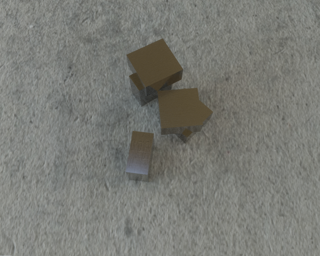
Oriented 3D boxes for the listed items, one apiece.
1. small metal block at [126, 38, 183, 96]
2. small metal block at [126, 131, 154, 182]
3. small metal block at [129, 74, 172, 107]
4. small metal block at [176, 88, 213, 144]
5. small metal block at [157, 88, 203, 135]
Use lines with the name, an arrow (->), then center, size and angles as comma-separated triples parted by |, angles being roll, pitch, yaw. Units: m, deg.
small metal block -> -0.007, -0.075, 0.382 | 0.050, 0.025, 0.050 | -27, 73, -10
small metal block -> -0.023, 0.036, 0.381 | 0.025, 0.050, 0.050 | 7, 70, 2
small metal block -> -0.012, -0.060, 0.417 | 0.050, 0.050, 0.025 | -31, 73, -11
small metal block -> 0.034, -0.016, 0.415 | 0.050, 0.025, 0.050 | 43, 75, 13
small metal block -> 0.024, -0.021, 0.390 | 0.050, 0.025, 0.050 | -5, 70, -2
